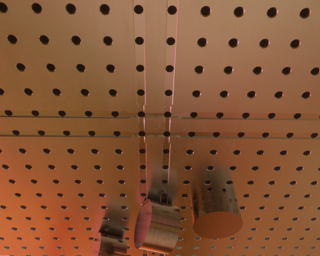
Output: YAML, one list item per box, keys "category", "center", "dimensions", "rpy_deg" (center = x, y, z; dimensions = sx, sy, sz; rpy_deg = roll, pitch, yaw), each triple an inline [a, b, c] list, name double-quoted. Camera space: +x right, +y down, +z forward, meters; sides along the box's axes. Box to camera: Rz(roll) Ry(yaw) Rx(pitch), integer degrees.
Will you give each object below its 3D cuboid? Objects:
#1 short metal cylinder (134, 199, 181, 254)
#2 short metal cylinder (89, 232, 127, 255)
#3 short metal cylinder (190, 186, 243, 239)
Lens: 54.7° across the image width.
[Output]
- category: "short metal cylinder"
  center: [-0.005, 0.164, 0.515]
  dimensions: [0.050, 0.080, 0.079]
  rpy_deg: [18, 128, -15]
- category: "short metal cylinder"
  center: [-0.100, 0.242, 0.581]
  dimensions: [0.050, 0.080, 0.079]
  rpy_deg: [20, 127, -16]
- category: "short metal cylinder"
  center: [0.093, 0.142, 0.517]
  dimensions: [0.081, 0.050, 0.079]
  rpy_deg: [-1, 130, 0]
